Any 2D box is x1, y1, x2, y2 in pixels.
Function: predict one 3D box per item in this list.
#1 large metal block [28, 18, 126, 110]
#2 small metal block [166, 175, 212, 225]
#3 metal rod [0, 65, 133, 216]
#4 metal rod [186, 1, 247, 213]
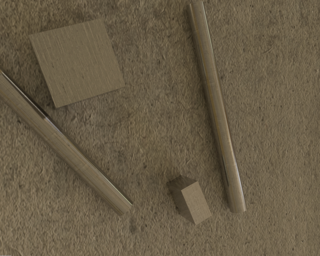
[{"bbox_3d":[-0.096,-0.072,0.361,0.081,0.050,0.080,-21,97,-19],"label":"large metal block"},{"bbox_3d":[0.037,0.094,0.411,0.025,0.050,0.050,-26,99,-18],"label":"small metal block"},{"bbox_3d":[-0.139,-0.008,0.357,0.025,0.025,0.300,-45,104,-15],"label":"metal rod"},{"bbox_3d":[0.081,-0.025,0.440,0.025,0.025,0.298,-15,95,-20],"label":"metal rod"}]
